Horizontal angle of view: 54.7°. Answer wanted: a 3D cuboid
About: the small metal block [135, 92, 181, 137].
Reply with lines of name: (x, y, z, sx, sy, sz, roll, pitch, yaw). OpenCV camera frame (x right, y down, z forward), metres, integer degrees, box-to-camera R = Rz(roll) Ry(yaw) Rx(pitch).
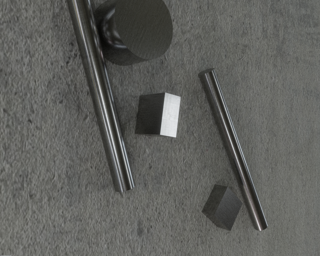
small metal block: (-0.003, -0.015, 0.386, 0.025, 0.050, 0.050, 11, 83, -40)

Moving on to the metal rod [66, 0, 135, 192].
metal rod: (-0.073, -0.072, 0.343, 0.025, 0.025, 0.298, -21, 103, -38)

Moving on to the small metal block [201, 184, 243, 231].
small metal block: (0.099, 0.125, 0.488, 0.050, 0.025, 0.050, 47, 62, -30)

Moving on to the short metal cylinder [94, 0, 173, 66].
short metal cylinder: (-0.032, -0.116, 0.362, 0.081, 0.050, 0.079, 0, 90, -40)

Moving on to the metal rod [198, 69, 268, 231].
metal rod: (0.125, 0.046, 0.509, 0.025, 0.025, 0.299, -36, 112, -34)
